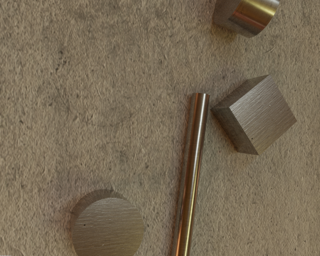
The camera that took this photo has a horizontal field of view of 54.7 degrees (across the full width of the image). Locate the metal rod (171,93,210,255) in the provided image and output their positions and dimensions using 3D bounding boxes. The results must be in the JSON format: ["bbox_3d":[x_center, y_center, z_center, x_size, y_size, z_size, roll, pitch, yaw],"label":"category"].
[{"bbox_3d":[0.037,0.101,0.422,0.025,0.025,0.298,8,87,-20],"label":"metal rod"}]

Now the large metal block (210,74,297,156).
[{"bbox_3d":[0.134,-0.019,0.445,0.080,0.050,0.080,-38,102,-16],"label":"large metal block"}]

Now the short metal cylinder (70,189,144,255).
[{"bbox_3d":[-0.065,0.118,0.372,0.081,0.050,0.079,0,90,-20],"label":"short metal cylinder"}]

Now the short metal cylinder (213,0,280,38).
[{"bbox_3d":[0.116,-0.171,0.422,0.050,0.080,0.080,17,84,-19],"label":"short metal cylinder"}]
